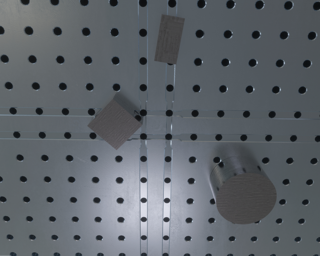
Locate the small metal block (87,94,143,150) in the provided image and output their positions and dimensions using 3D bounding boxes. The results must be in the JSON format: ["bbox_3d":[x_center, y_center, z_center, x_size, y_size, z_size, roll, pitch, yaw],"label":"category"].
[{"bbox_3d":[-0.058,-0.008,0.410,0.050,0.025,0.050,42,105,-14],"label":"small metal block"}]

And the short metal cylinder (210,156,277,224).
[{"bbox_3d":[0.114,0.086,0.433,0.081,0.050,0.079,0,110,-1],"label":"short metal cylinder"}]

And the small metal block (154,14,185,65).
[{"bbox_3d":[0.010,-0.105,0.362,0.025,0.050,0.050,9,110,-3],"label":"small metal block"}]
